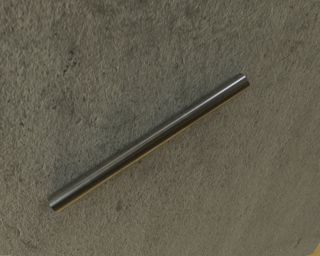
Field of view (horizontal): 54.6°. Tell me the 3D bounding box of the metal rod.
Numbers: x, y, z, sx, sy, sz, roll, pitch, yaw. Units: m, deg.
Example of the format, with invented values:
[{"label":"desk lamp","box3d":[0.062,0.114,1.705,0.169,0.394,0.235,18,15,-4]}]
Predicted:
[{"label":"metal rod","box3d":[-0.010,0.016,0.410,0.301,0.025,0.025,-33,129,-7]}]
